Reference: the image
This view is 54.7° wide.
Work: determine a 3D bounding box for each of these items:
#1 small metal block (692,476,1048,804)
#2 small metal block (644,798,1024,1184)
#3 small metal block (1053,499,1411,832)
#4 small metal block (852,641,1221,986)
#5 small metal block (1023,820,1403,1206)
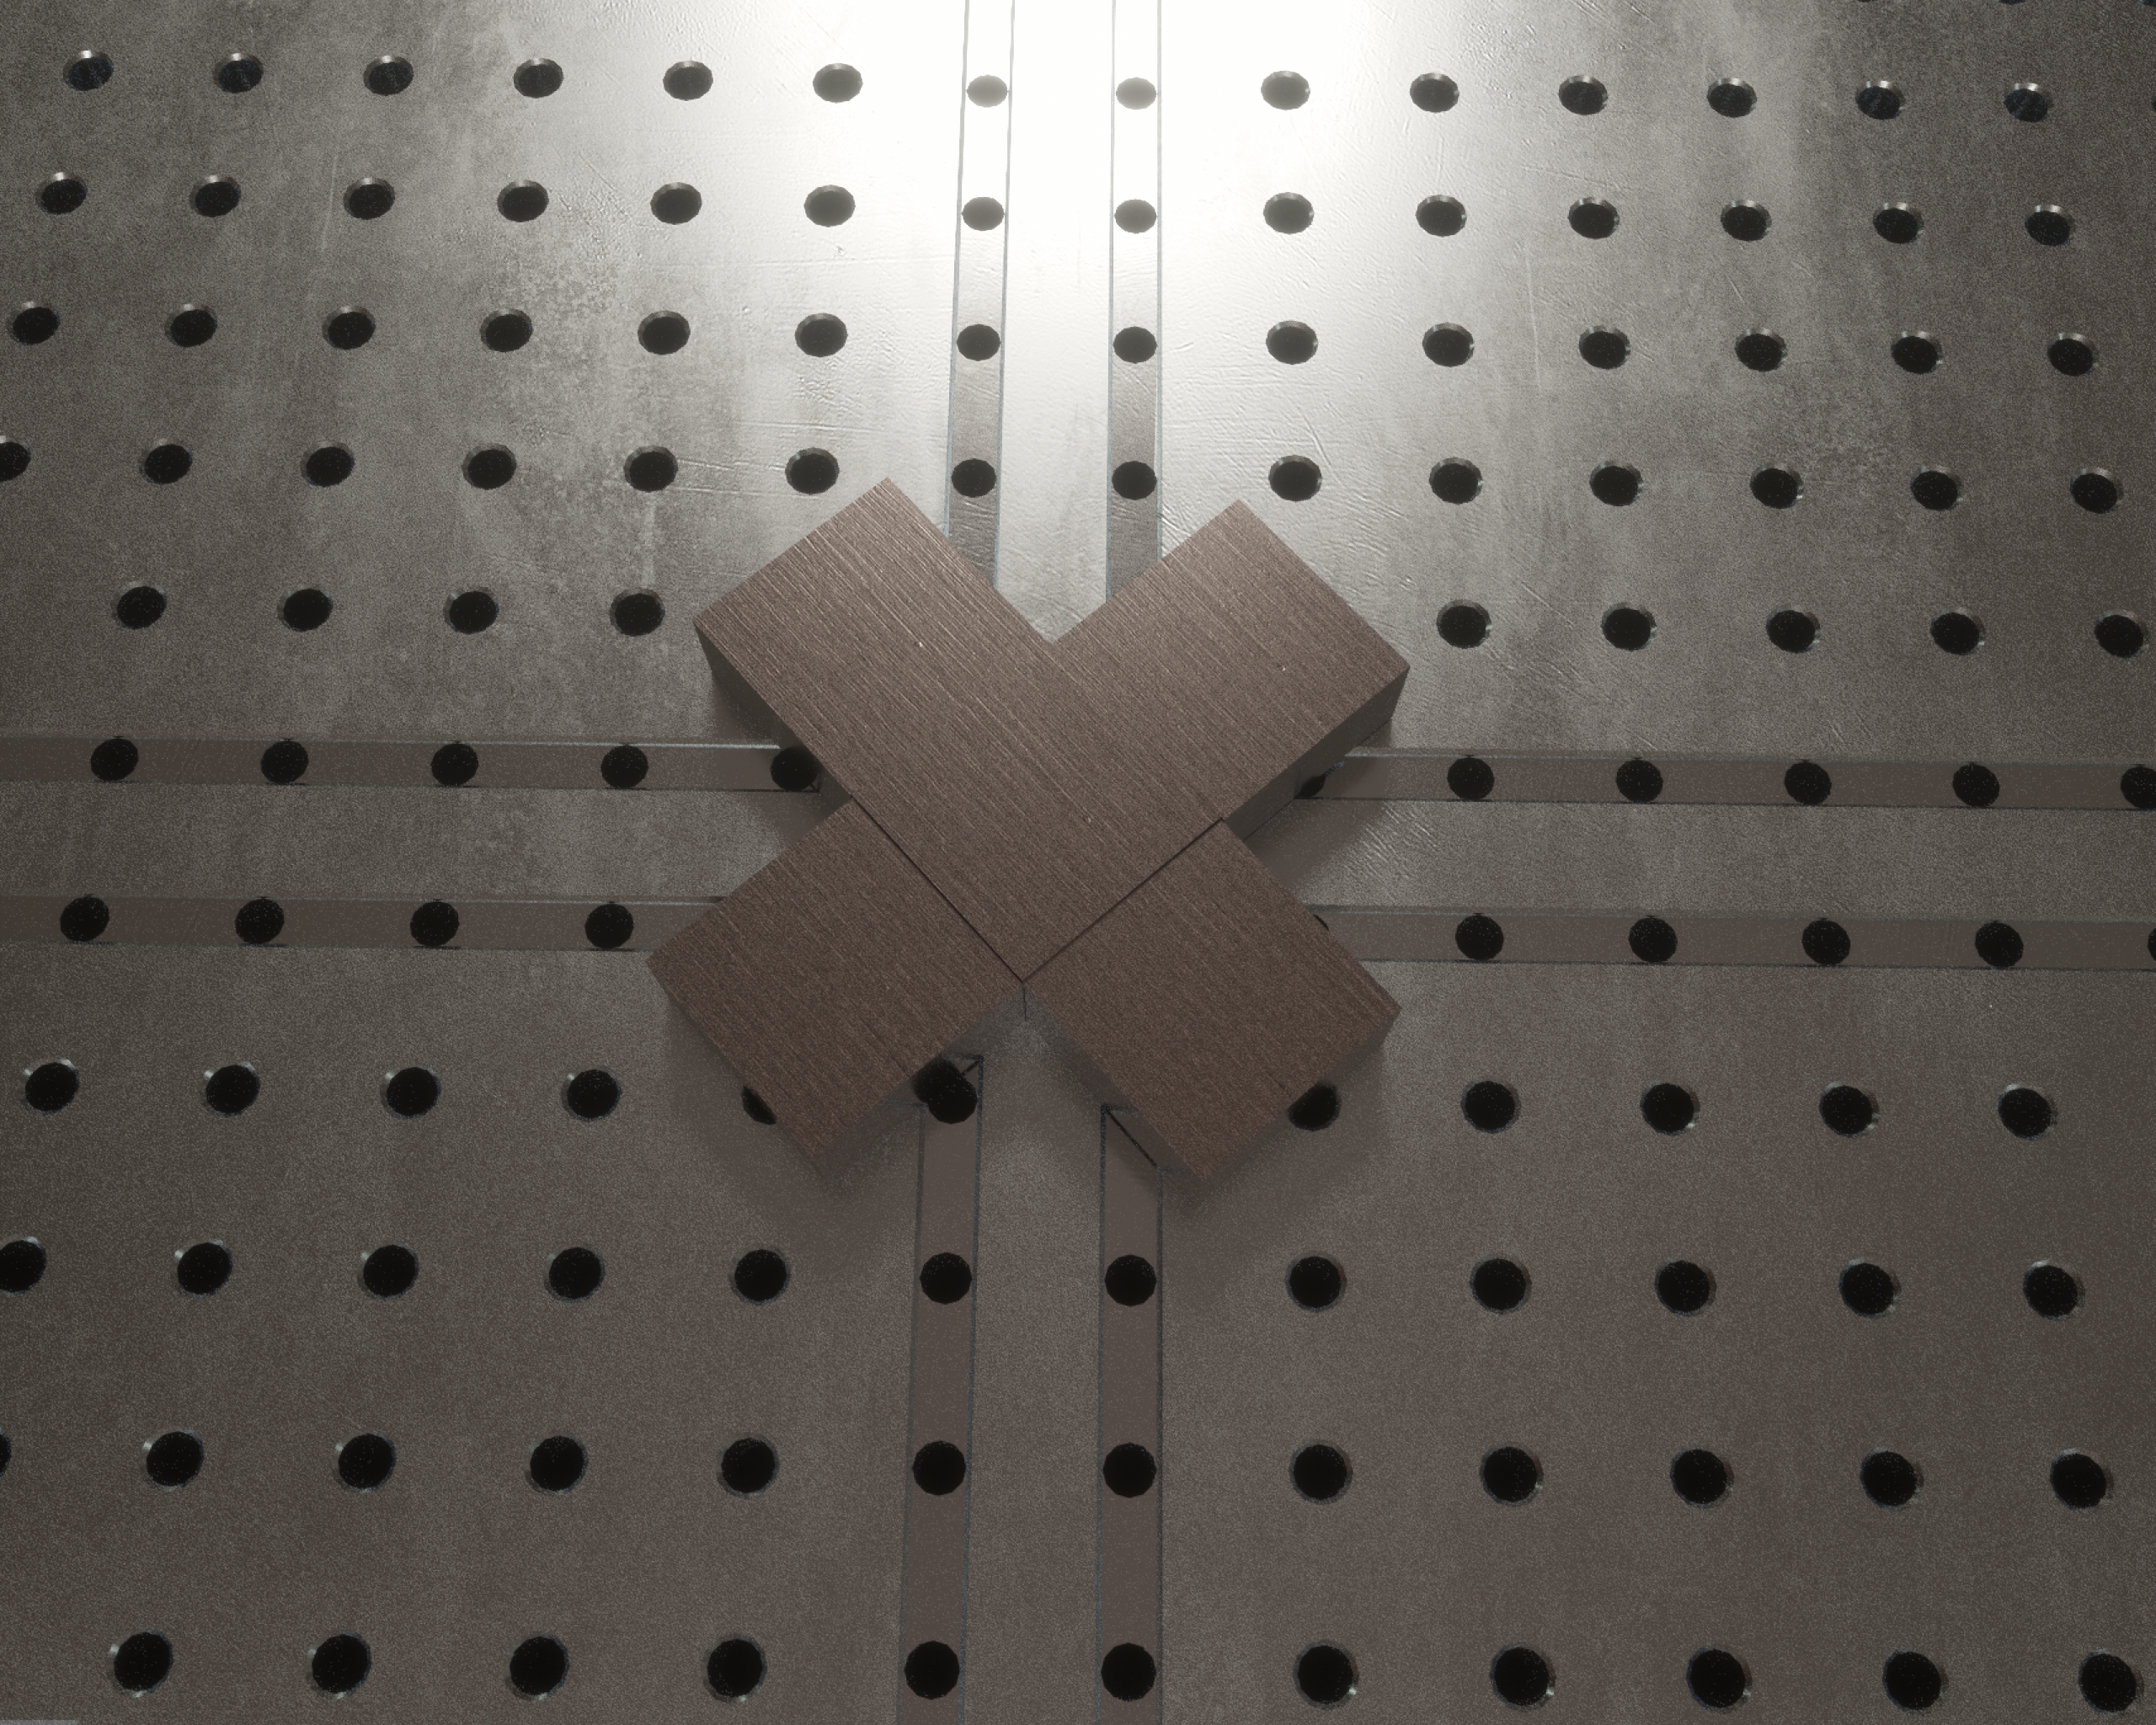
[{"bbox_3d":[-0.041,-0.042,0.426,0.050,0.025,0.050,-39,75,-13],"label":"small metal block"},{"bbox_3d":[-0.046,0.025,0.402,0.050,0.025,0.050,-39,75,-13],"label":"small metal block"},{"bbox_3d":[0.030,-0.037,0.425,0.050,0.025,0.050,-39,75,-13],"label":"small metal block"},{"bbox_3d":[-0.008,-0.007,0.413,0.050,0.025,0.050,-39,75,-13],"label":"small metal block"},{"bbox_3d":[0.025,0.029,0.401,0.050,0.025,0.050,-39,75,-13],"label":"small metal block"}]
